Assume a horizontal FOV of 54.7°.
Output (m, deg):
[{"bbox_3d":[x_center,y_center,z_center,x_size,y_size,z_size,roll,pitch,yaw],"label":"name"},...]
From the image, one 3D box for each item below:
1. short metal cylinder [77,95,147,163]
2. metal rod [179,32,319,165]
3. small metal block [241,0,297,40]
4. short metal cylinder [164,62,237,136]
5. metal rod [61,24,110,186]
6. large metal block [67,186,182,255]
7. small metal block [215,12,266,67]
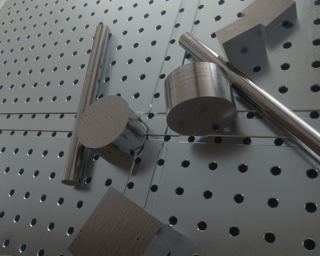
[{"bbox_3d":[-0.065,0.002,0.425,0.080,0.050,0.080,-13,56,21],"label":"short metal cylinder"},{"bbox_3d":[0.111,-0.042,0.375,0.025,0.025,0.300,-39,51,2],"label":"metal rod"},{"bbox_3d":[0.149,-0.157,0.426,0.050,0.025,0.050,-40,51,1],"label":"small metal block"},{"bbox_3d":[0.046,-0.032,0.369,0.080,0.080,0.050,-17,55,19],"label":"short metal cylinder"},{"bbox_3d":[-0.114,-0.054,0.501,0.025,0.025,0.299,-10,57,23],"label":"metal rod"},{"bbox_3d":[-0.038,0.123,0.337,0.080,0.050,0.080,25,75,37],"label":"large metal block"},{"bbox_3d":[0.106,-0.113,0.406,0.050,0.050,0.025,-27,53,11],"label":"small metal block"}]
